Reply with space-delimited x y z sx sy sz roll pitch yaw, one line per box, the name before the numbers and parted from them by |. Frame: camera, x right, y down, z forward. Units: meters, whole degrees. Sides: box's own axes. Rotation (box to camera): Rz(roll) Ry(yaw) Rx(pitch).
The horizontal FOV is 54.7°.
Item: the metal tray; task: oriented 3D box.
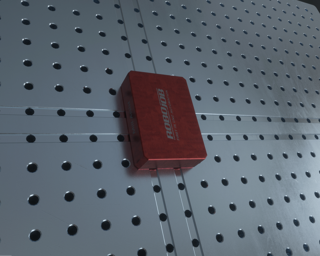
metal tray | 0.004 -0.012 0.415 0.091 0.030 0.130 2 61 -28
